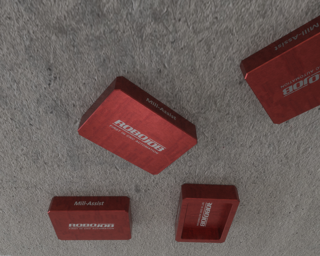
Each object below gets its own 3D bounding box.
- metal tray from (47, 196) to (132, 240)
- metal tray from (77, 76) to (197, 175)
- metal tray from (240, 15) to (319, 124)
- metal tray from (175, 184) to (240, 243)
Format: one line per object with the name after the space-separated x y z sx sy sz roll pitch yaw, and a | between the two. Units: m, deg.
-0.116 0.158 0.537 0.131 0.030 0.089 0 130 0 | metal tray
-0.027 0.002 0.406 0.130 0.030 0.090 33 123 -25 | metal tray
0.170 -0.068 0.348 0.130 0.030 0.090 -29 125 22 | metal tray
0.076 0.149 0.531 0.091 0.030 0.129 3 130 -3 | metal tray
